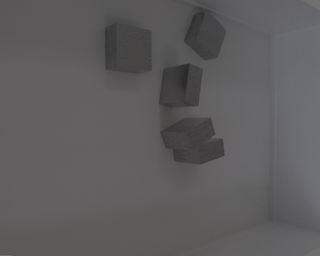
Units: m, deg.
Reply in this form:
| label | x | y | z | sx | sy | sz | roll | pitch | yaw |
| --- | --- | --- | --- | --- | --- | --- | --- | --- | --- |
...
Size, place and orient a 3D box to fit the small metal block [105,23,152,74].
| label | x | y | z | sx | sy | sz | roll | pitch | yaw |
| --- | --- | --- | --- | --- | --- | --- | --- | --- | --- |
| small metal block | -0.038 | -0.095 | 0.375 | 0.050 | 0.025 | 0.050 | -2 | 91 | -40 |

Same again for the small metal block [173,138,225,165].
| label | x | y | z | sx | sy | sz | roll | pitch | yaw |
| --- | --- | --- | --- | --- | --- | --- | --- | --- | --- |
| small metal block | 0.054 | 0.031 | 0.435 | 0.050 | 0.050 | 0.025 | -13 | 99 | -39 |

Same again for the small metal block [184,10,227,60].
| label | x | y | z | sx | sy | sz | roll | pitch | yaw |
| --- | --- | --- | --- | --- | --- | --- | --- | --- | --- |
| small metal block | 0.069 | -0.138 | 0.464 | 0.050 | 0.025 | 0.050 | 31 | 71 | -36 |

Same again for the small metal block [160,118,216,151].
| label | x | y | z | sx | sy | sz | roll | pitch | yaw |
| --- | --- | --- | --- | --- | --- | --- | --- | --- | --- |
| small metal block | 0.038 | 0.007 | 0.422 | 0.050 | 0.050 | 0.025 | -29 | 109 | -36 |

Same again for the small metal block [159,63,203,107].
| label | x | y | z | sx | sy | sz | roll | pitch | yaw |
| --- | --- | --- | --- | --- | --- | --- | --- | --- | --- |
| small metal block | 0.027 | -0.055 | 0.413 | 0.025 | 0.050 | 0.050 | 13 | 82 | -40 |
